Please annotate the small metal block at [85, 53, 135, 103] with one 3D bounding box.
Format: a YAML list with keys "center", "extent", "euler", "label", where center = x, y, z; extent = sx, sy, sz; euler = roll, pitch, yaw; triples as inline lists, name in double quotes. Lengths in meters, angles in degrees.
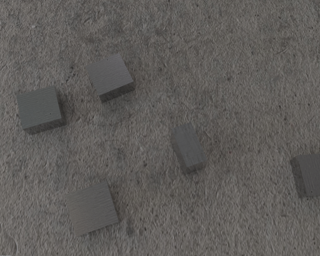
- center: [-0.069, -0.070, 0.433]
  extent: [0.050, 0.025, 0.050]
  euler: [-24, 72, -9]
  label: "small metal block"

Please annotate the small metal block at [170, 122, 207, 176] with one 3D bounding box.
- center: [0.034, 0.027, 0.385]
  extent: [0.025, 0.050, 0.050]
  euler: [-19, 71, -7]
  label: "small metal block"

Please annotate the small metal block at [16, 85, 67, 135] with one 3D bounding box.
- center: [-0.158, -0.024, 0.415]
  extent: [0.050, 0.025, 0.050]
  euler: [-17, 71, -6]
  label: "small metal block"

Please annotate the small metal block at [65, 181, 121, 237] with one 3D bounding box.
- center: [-0.080, 0.097, 0.372]
  extent: [0.050, 0.025, 0.050]
  euler: [-19, 71, -7]
  label: "small metal block"

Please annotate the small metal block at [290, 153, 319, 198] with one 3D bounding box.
- center: [0.198, 0.059, 0.388]
  extent: [0.050, 0.025, 0.050]
  euler: [-4, 70, -2]
  label: "small metal block"
